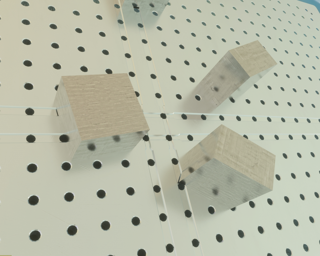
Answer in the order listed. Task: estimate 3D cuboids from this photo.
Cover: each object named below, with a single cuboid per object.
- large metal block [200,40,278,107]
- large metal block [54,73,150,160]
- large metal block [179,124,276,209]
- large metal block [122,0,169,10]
[{"bbox_3d":[0.125,-0.087,0.496,0.081,0.080,0.050,-27,77,-37],"label":"large metal block"},{"bbox_3d":[-0.070,-0.016,0.365,0.081,0.050,0.080,-9,67,-33],"label":"large metal block"},{"bbox_3d":[0.083,0.052,0.388,0.080,0.080,0.050,29,52,-10],"label":"large metal block"},{"bbox_3d":[-0.030,-0.256,0.534,0.081,0.050,0.080,-5,65,-31],"label":"large metal block"}]
